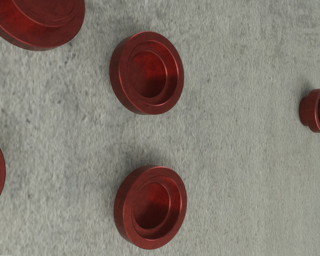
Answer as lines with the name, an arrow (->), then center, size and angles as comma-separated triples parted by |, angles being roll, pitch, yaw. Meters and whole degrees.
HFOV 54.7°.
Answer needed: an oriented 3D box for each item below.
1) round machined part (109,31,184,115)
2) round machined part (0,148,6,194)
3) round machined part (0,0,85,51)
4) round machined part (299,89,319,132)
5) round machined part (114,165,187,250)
round machined part -> -0.020, -0.064, 0.379 | 0.099, 0.042, 0.097 | 0, 90, -40
round machined part -> -0.180, 0.036, 0.243 | 0.099, 0.042, 0.097 | 0, 90, -40
round machined part -> -0.116, -0.126, 0.297 | 0.099, 0.042, 0.097 | 0, 90, -40
round machined part -> 0.345, -0.038, 0.687 | 0.099, 0.042, 0.097 | 0, 90, -40
round machined part -> -0.016, 0.094, 0.383 | 0.099, 0.042, 0.097 | 0, 90, -40
